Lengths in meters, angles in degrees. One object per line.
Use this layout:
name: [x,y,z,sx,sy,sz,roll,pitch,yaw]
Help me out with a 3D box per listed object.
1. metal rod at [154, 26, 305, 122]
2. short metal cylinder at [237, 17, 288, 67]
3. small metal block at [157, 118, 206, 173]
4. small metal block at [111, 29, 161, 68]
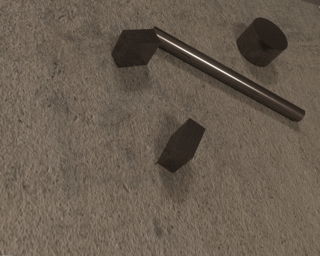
metal rod: [0.118,-0.086,0.522,0.301,0.025,0.025,26,53,-13]
short metal cylinder: [0.197,-0.165,0.597,0.081,0.050,0.080,14,56,-21]
small metal block: [0.027,0.023,0.390,0.025,0.050,0.050,35,51,-6]
small metal block: [-0.034,-0.113,0.439,0.050,0.050,0.025,-14,70,-34]
